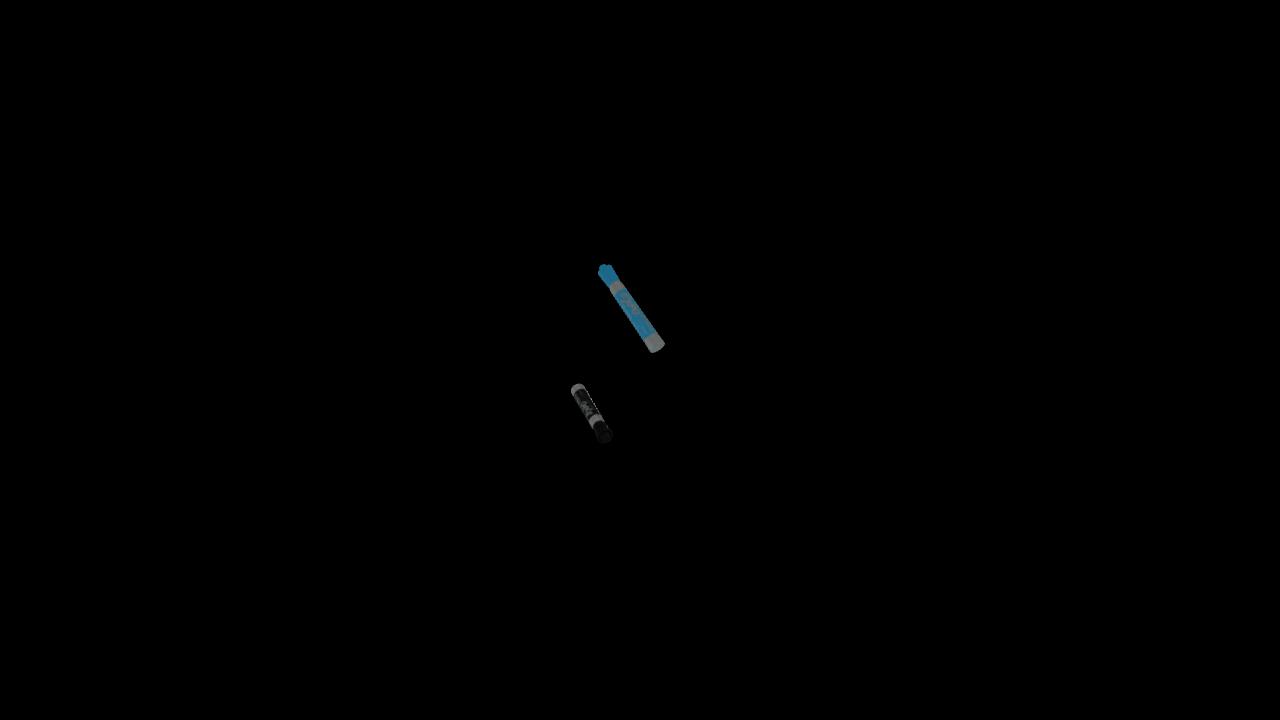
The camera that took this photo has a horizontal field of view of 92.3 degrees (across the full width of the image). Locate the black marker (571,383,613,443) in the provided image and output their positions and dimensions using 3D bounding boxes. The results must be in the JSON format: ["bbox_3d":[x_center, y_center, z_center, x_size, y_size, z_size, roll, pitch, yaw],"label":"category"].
[{"bbox_3d":[-0.058,0.063,0.738,0.020,0.020,0.121,0,24,-23],"label":"black marker"}]

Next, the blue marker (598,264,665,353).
[{"bbox_3d":[-0.012,-0.061,0.693,0.020,0.121,0.020,-30,-19,-11],"label":"blue marker"}]
